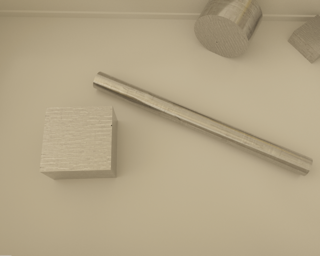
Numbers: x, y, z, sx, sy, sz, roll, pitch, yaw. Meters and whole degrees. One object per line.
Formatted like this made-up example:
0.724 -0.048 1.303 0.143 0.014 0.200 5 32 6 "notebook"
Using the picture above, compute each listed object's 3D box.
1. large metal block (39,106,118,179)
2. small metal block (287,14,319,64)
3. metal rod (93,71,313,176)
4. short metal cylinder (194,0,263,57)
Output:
-0.097 0.019 0.388 0.081 0.050 0.080 -1 70 -1 "large metal block"
0.231 -0.133 0.461 0.050 0.025 0.050 -35 74 -12 "small metal block"
0.050 -0.009 0.413 0.301 0.025 0.025 23 72 8 "metal rod"
0.095 -0.146 0.435 0.080 0.080 0.050 27 72 9 "short metal cylinder"
